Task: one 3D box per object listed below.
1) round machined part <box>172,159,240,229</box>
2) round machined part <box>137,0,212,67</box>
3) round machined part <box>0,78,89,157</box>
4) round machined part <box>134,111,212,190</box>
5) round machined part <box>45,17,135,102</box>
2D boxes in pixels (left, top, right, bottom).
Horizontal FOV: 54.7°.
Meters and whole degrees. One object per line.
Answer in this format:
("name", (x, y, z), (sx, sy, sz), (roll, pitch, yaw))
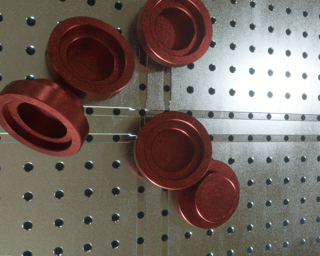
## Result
("round machined part", (0.070, 0.093, 0.431), (0.099, 0.042, 0.097), (0, 90, -20))
("round machined part", (0.016, -0.129, 0.410), (0.099, 0.042, 0.097), (0, 90, -21))
("round machined part", (-0.123, -0.015, 0.337), (0.098, 0.098, 0.042), (34, 49, -17))
("round machined part", (0.014, 0.030, 0.404), (0.099, 0.042, 0.097), (2, 82, -12))
("round machined part", (-0.083, -0.076, 0.363), (0.099, 0.042, 0.098), (11, 67, -27))
